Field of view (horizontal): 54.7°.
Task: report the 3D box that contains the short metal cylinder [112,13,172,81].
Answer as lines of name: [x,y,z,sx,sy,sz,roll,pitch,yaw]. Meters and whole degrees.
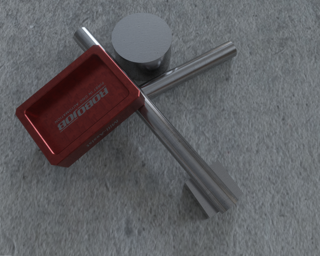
short metal cylinder: [-0.024,-0.113,0.436,0.081,0.050,0.080,0,70,0]

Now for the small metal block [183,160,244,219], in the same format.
small metal block: [0.065,0.076,0.382,0.050,0.025,0.050,-32,73,-11]

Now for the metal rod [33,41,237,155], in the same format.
metal rod: [-0.026,-0.046,0.426,0.302,0.025,0.025,-28,73,-10]

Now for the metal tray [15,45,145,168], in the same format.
metal tray: [-0.096,-0.026,0.374,0.130,0.030,0.090,-40,74,-2]

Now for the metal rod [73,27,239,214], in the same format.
metal rod: [-0.015,-0.020,0.390,0.025,0.025,0.300,-37,75,-13]
